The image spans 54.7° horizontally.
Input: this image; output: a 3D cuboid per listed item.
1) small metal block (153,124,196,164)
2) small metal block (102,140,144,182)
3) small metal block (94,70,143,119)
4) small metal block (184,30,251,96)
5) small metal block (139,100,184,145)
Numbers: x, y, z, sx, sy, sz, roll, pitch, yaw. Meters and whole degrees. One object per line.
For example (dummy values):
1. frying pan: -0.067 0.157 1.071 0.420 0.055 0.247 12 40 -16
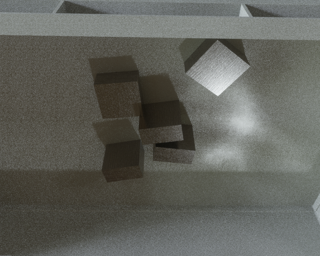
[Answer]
1. small metal block: 0.017 0.019 0.409 0.050 0.050 0.025 6 130 -6
2. small metal block: -0.050 0.045 0.431 0.050 0.050 0.025 -9 130 7
3. small metal block: -0.048 -0.040 0.374 0.050 0.025 0.050 -4 130 3
4. small metal block: 0.063 -0.072 0.349 0.050 0.025 0.050 30 124 -24
5. small metal block: 0.002 -0.008 0.386 0.050 0.050 0.025 -7 130 5
